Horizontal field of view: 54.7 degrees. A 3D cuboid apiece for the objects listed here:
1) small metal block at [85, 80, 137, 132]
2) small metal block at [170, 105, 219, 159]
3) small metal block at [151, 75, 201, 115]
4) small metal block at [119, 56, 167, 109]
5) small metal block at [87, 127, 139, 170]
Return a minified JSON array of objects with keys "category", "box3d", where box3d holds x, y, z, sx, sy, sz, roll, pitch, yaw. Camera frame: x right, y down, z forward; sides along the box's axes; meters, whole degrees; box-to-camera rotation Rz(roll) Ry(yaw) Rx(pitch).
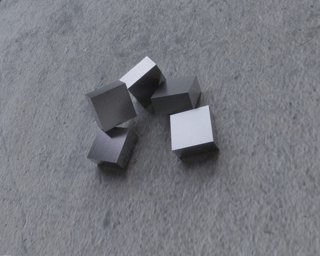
[{"category":"small metal block","box3d":[-0.065,-0.030,0.417,0.050,0.050,0.025,-28,28,-20]},{"category":"small metal block","box3d":[0.041,0.005,0.378,0.050,0.025,0.050,-14,56,19]},{"category":"small metal block","box3d":[0.022,-0.043,0.405,0.050,0.025,0.050,-7,31,24]},{"category":"small metal block","box3d":[-0.020,-0.063,0.436,0.050,0.050,0.025,-41,51,0]},{"category":"small metal block","box3d":[-0.064,0.026,0.420,0.050,0.025,0.050,5,64,30]}]
